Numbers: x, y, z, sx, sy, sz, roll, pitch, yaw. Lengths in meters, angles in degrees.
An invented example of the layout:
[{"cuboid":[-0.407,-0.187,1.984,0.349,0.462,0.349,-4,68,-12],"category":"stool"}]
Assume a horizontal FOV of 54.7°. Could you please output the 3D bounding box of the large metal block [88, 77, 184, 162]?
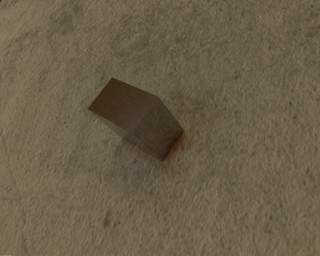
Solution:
[{"cuboid":[-0.028,-0.010,0.388,0.080,0.080,0.050,26,76,36],"category":"large metal block"}]
